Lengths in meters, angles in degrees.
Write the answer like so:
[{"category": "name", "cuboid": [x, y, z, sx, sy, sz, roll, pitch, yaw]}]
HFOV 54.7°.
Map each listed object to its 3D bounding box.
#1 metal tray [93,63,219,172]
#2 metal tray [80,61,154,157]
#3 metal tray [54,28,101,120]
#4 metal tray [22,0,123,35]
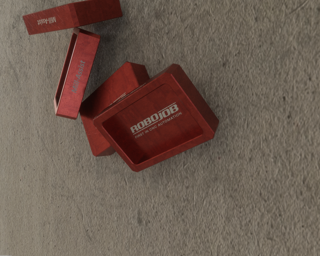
[{"category": "metal tray", "cuboid": [-0.007, -0.007, 0.374, 0.130, 0.030, 0.090, -28, 107, 33]}, {"category": "metal tray", "cuboid": [-0.061, -0.024, 0.453, 0.130, 0.030, 0.090, -33, 69, 35]}, {"category": "metal tray", "cuboid": [-0.132, -0.088, 0.481, 0.090, 0.030, 0.129, 44, 117, 62]}, {"category": "metal tray", "cuboid": [-0.133, -0.170, 0.469, 0.130, 0.091, 0.030, 8, 119, 39]}]
